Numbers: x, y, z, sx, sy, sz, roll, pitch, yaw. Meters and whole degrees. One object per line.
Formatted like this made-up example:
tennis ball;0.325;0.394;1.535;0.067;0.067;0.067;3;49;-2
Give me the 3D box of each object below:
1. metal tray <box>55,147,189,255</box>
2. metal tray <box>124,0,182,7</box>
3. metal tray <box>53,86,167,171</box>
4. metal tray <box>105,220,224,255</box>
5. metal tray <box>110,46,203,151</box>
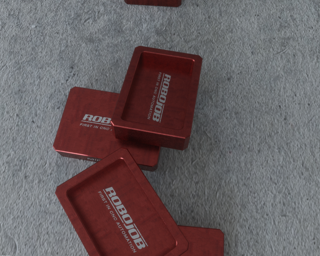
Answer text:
metal tray;-0.041;0.098;0.336;0.090;0.030;0.130;-32;73;-11
metal tray;-0.007;-0.259;0.499;0.091;0.030;0.130;4;70;1
metal tray;-0.061;0.001;0.405;0.131;0.030;0.090;9;70;3
metal tray;0.003;0.155;0.349;0.131;0.030;0.090;5;70;1
metal tray;0.000;-0.042;0.387;0.090;0.030;0.130;10;58;4
